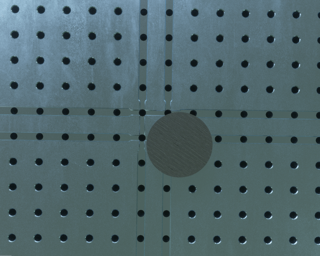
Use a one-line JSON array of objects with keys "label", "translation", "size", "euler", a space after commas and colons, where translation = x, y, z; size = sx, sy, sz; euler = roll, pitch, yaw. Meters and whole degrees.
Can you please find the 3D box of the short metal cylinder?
[{"label": "short metal cylinder", "translation": [0.024, 0.020, 0.401], "size": [0.081, 0.050, 0.079], "euler": [0, 90, -1]}]
